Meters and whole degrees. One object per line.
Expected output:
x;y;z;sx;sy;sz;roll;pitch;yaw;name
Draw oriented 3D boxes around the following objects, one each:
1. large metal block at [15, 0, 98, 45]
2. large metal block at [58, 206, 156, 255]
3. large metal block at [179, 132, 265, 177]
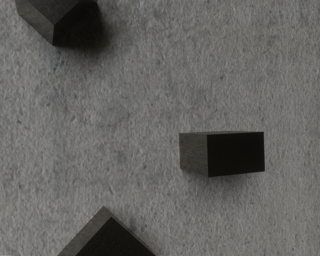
-0.109;-0.146;0.340;0.050;0.080;0.080;44;76;-15;large metal block
-0.064;0.156;0.373;0.080;0.050;0.080;47;75;-15;large metal block
0.079;0.031;0.410;0.081;0.080;0.050;-2;91;-20;large metal block
